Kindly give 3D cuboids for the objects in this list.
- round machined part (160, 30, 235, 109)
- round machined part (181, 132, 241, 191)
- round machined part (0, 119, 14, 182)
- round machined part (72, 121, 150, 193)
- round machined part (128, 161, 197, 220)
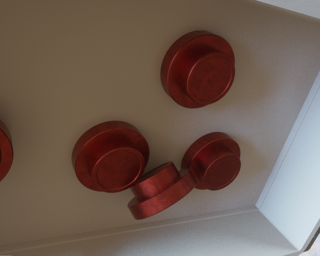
[{"bbox_3d":[0.054,-0.068,0.387,0.099,0.042,0.097,-14,125,-21],"label":"round machined part"},{"bbox_3d":[0.086,0.058,0.483,0.099,0.042,0.097,-14,125,-21],"label":"round machined part"},{"bbox_3d":[-0.198,0.018,0.301,0.099,0.042,0.097,-14,125,-21],"label":"round machined part"},{"bbox_3d":[-0.058,0.043,0.394,0.099,0.042,0.097,-14,124,-21],"label":"round machined part"},{"bbox_3d":[-0.002,0.080,0.424,0.098,0.098,0.042,-30,90,-10],"label":"round machined part"}]
